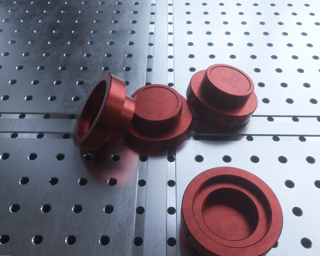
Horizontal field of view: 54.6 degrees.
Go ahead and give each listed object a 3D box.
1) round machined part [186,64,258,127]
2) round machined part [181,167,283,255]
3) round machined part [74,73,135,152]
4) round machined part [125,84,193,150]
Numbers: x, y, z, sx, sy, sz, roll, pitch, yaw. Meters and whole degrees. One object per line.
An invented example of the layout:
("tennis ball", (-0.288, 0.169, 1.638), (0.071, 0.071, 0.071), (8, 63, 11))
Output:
("round machined part", (0.089, -0.051, 0.426), (0.099, 0.042, 0.098), (10, 45, -10))
("round machined part", (0.070, 0.092, 0.320), (0.099, 0.042, 0.098), (0, 50, 0))
("round machined part", (-0.066, -0.016, 0.386), (0.042, 0.098, 0.098), (25, 44, -27))
("round machined part", (-0.005, -0.021, 0.415), (0.099, 0.042, 0.098), (0, 50, 0))
